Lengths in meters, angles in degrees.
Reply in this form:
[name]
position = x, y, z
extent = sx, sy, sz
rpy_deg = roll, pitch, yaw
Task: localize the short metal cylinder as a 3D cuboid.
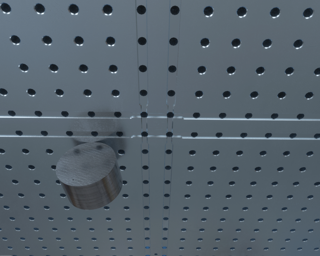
[short metal cylinder]
position = -0.096, 0.065, 0.430
extent = 0.080, 0.080, 0.050
rpy_deg = -5, 130, 4
